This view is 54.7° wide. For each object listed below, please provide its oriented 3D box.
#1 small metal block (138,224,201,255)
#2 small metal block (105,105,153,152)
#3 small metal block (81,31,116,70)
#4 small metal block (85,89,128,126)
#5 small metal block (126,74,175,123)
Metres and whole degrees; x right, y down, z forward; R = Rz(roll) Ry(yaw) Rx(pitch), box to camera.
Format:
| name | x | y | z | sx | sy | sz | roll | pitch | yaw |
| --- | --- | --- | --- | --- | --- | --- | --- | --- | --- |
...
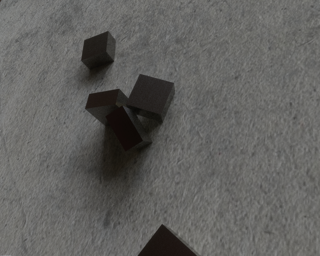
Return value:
| name | x | y | z | sx | sy | sz | roll | pitch | yaw |
| --- | --- | --- | --- | --- | --- | --- | --- | --- | --- |
| small metal block | 0.009 | 0.136 | 0.315 | 0.050 | 0.025 | 0.050 | 33 | 80 | 37 |
| small metal block | -0.038 | 0.002 | 0.394 | 0.025 | 0.050 | 0.050 | -32 | 80 | 7 |
| small metal block | -0.107 | -0.136 | 0.541 | 0.050 | 0.025 | 0.050 | -14 | 56 | 20 |
| small metal block | -0.068 | -0.028 | 0.439 | 0.050 | 0.050 | 0.025 | -6 | 59 | 25 |
| small metal block | -0.012 | -0.041 | 0.424 | 0.050 | 0.025 | 0.050 | 17 | 69 | 13 |
